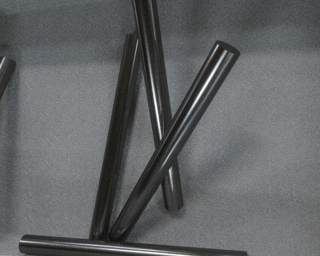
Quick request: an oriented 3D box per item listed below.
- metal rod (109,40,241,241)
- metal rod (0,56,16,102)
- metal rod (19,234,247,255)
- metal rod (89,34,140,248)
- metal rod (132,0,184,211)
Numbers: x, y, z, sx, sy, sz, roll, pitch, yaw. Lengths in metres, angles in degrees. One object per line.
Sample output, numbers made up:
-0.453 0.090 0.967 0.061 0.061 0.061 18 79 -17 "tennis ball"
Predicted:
0.001 0.040 0.355 0.025 0.025 0.298 38 123 15 "metal rod"
-0.275 0.030 0.447 0.025 0.025 0.299 6 70 19 "metal rod"
-0.042 0.162 0.404 0.301 0.025 0.025 0 90 12 "metal rod"
-0.062 0.022 0.431 0.025 0.025 0.298 12 94 19 "metal rod"
-0.002 -0.037 0.352 0.025 0.025 0.298 -1 112 20 "metal rod"
